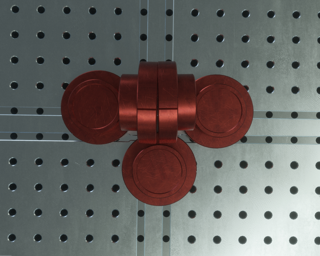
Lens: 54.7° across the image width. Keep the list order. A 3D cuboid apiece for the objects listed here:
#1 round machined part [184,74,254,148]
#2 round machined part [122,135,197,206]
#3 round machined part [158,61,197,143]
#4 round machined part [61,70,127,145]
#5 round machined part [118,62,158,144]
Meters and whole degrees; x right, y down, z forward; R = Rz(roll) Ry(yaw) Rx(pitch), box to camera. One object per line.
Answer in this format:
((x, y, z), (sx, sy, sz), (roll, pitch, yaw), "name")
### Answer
((0.074, -0.022, 0.405), (0.099, 0.042, 0.097), (0, 90, -1), "round machined part")
((-0.001, 0.054, 0.405), (0.099, 0.042, 0.097), (0, 90, -1), "round machined part")
((0.019, -0.031, 0.372), (0.042, 0.098, 0.097), (-1, 90, 0), "round machined part")
((-0.080, -0.027, 0.404), (0.099, 0.042, 0.097), (0, 90, -1), "round machined part")
((-0.025, -0.030, 0.370), (0.042, 0.098, 0.097), (1, 90, 0), "round machined part")
